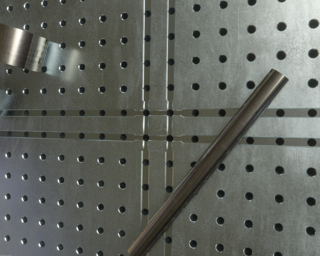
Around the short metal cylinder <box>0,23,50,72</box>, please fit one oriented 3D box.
[{"bbox_3d":[-0.211,-0.119,0.458,0.080,0.080,0.050,20,97,19],"label":"short metal cylinder"}]

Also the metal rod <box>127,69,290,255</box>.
[{"bbox_3d":[0.053,0.055,0.393,0.025,0.025,0.299,40,102,15],"label":"metal rod"}]
